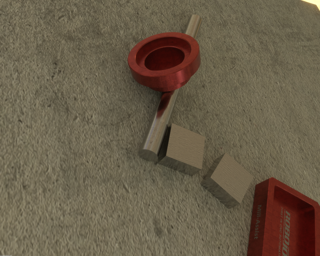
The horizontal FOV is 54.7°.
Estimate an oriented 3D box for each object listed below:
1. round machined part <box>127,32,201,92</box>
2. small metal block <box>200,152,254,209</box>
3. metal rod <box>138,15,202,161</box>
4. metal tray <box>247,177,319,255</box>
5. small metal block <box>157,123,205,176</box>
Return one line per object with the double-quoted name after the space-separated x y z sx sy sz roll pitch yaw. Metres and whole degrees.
0.008 -0.088 0.433 0.098 0.042 0.098 -7 48 8 "round machined part"
0.089 0.069 0.412 0.050 0.025 0.050 42 51 0 "small metal block"
0.025 -0.080 0.467 0.025 0.025 0.300 28 52 -11 "metal rod"
0.165 0.141 0.405 0.090 0.030 0.130 29 52 -10 "metal tray"
0.029 0.028 0.404 0.050 0.025 0.050 23 53 -15 "small metal block"
